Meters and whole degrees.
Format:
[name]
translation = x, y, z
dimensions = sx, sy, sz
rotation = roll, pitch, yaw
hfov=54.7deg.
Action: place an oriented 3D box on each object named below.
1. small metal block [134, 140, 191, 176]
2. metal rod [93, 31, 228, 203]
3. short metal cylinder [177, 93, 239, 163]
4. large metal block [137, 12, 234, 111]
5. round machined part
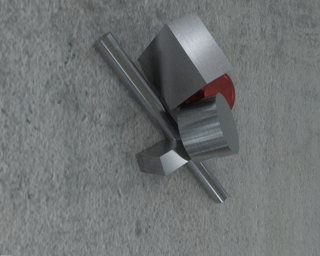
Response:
[small metal block]
translation = 0.005, 0.036, 0.397
dimensions = 0.050, 0.050, 0.025
rotation = -27, 107, -38
[metal rod]
translation = 0.015, 0.003, 0.421
dimensions = 0.025, 0.025, 0.300
rotation = -53, 121, -27
[short metal cylinder]
translation = 0.063, 0.000, 0.397
dimensions = 0.080, 0.050, 0.080
rotation = 43, 39, -47
[large metal block]
translation = 0.028, -0.079, 0.382
dimensions = 0.050, 0.080, 0.080
rotation = -33, 89, -34
[round machined part]
translation = 0.074, -0.049, 0.459
dimensions = 0.099, 0.042, 0.097
rotation = 0, 90, -40
